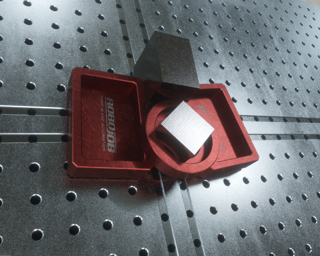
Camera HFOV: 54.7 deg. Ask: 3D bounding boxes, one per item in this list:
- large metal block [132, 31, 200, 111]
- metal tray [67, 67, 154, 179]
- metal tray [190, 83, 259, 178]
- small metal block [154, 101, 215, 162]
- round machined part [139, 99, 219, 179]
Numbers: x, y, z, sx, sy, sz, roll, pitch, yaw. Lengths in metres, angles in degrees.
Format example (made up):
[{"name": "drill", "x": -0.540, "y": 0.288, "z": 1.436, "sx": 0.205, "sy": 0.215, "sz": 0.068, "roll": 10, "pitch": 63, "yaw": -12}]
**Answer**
[{"name": "large metal block", "x": 0.004, "y": -0.066, "z": 0.411, "sx": 0.050, "sy": 0.080, "sz": 0.080, "roll": 6, "pitch": 59, "yaw": -25}, {"name": "metal tray", "x": -0.061, "y": -0.007, "z": 0.371, "sx": 0.091, "sy": 0.030, "sz": 0.130, "roll": 6, "pitch": 59, "yaw": -25}, {"name": "metal tray", "x": 0.075, "y": -0.001, "z": 0.441, "sx": 0.091, "sy": 0.030, "sz": 0.130, "roll": -7, "pitch": 65, "yaw": -31}, {"name": "small metal block", "x": 0.028, "y": 0.004, "z": 0.362, "sx": 0.050, "sy": 0.025, "sz": 0.050, "roll": 43, "pitch": 51, "yaw": 1}, {"name": "round machined part", "x": 0.020, "y": 0.017, "z": 0.381, "sx": 0.099, "sy": 0.042, "sz": 0.098, "roll": 14, "pitch": 56, "yaw": -21}]
